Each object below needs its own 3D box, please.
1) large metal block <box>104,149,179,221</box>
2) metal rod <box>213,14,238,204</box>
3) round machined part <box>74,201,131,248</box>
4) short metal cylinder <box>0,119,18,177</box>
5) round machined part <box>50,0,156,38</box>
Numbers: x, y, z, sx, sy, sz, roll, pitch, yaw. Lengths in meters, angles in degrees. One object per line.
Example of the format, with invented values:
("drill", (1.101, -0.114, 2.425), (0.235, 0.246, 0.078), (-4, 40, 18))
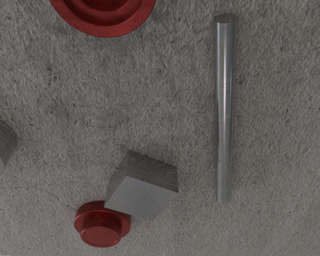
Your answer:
("large metal block", (-0.028, 0.088, 0.466), (0.080, 0.050, 0.080), (22, 127, -18))
("metal rod", (0.085, 0.002, 0.409), (0.025, 0.025, 0.298), (-6, 130, 4))
("round machined part", (-0.101, 0.174, 0.543), (0.099, 0.042, 0.097), (0, 130, 0))
("short metal cylinder", (-0.240, 0.026, 0.411), (0.081, 0.050, 0.079), (0, 130, 0))
("round machined part", (-0.050, -0.136, 0.280), (0.099, 0.042, 0.097), (0, 130, 0))
